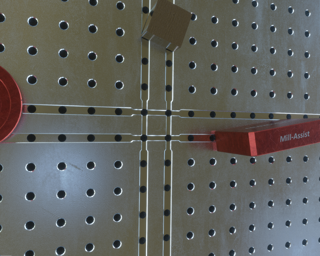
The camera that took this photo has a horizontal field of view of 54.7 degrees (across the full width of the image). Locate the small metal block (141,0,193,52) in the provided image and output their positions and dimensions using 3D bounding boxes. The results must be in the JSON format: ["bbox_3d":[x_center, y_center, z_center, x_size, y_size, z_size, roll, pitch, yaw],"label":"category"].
[{"bbox_3d":[0.009,-0.138,0.416,0.050,0.025,0.050,21,83,-19],"label":"small metal block"}]

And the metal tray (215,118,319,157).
[{"bbox_3d":[0.156,0.010,0.435,0.131,0.090,0.030,-9,94,-20],"label":"metal tray"}]

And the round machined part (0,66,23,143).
[{"bbox_3d":[-0.199,-0.025,0.330,0.099,0.042,0.097,0,90,-20],"label":"round machined part"}]
